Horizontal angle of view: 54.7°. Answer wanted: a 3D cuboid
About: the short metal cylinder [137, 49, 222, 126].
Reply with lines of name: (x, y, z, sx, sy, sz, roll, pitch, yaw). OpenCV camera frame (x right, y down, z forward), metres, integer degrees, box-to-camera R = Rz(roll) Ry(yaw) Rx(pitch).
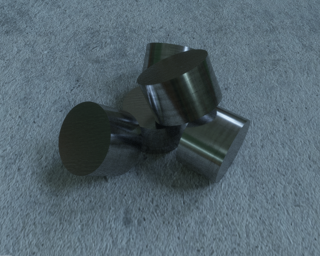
short metal cylinder: (0.022, -0.045, 0.340, 0.080, 0.050, 0.080, -20, 26, 11)

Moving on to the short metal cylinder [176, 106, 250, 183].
short metal cylinder: (0.062, 0.016, 0.356, 0.050, 0.080, 0.080, 28, 56, 21)

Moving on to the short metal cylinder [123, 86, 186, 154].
short metal cylinder: (-0.005, -0.013, 0.399, 0.081, 0.050, 0.080, 0, 50, 0)

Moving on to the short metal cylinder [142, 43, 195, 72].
short metal cylinder: (0.017, -0.084, 0.431, 0.080, 0.080, 0.050, 11, 94, 9)

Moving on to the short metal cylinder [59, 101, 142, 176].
short metal cylinder: (-0.068, 0.014, 0.349, 0.080, 0.050, 0.080, -6, 78, 34)
